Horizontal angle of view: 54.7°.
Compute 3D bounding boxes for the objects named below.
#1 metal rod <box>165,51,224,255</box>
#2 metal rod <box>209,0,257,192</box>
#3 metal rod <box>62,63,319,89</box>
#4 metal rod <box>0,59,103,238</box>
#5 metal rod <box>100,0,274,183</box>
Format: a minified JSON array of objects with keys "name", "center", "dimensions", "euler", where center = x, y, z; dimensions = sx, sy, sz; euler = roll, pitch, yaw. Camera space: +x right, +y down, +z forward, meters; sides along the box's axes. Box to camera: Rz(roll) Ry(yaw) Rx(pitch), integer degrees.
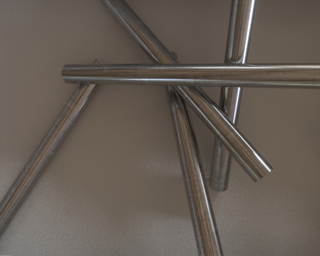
[{"name":"metal rod","center":[0.036,0.041,0.355],"dimensions":[0.025,0.025,0.299],"euler":[-10,67,0]},{"name":"metal rod","center":[0.083,-0.057,0.351],"dimensions":[0.025,0.025,0.298],"euler":[2,115,-1]},{"name":"metal rod","center":[0.025,-0.059,0.342],"dimensions":[0.301,0.025,0.025],"euler":[4,90,19]},{"name":"metal rod","center":[-0.157,0.040,0.409],"dimensions":[0.025,0.025,0.299],"euler":[33,90,-1]},{"name":"metal rod","center":[0.022,-0.062,0.371],"dimensions":[0.025,0.025,0.300],"euler":[-38,74,0]}]
